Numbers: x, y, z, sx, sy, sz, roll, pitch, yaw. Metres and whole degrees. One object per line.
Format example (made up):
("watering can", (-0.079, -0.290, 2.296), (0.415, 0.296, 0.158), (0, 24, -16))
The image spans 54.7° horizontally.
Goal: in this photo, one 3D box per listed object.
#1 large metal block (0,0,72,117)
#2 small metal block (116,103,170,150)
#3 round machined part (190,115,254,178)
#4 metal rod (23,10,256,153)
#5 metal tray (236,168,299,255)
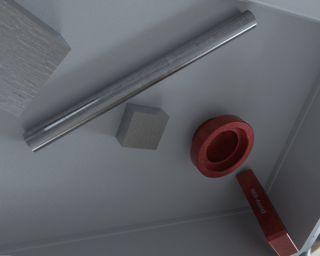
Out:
("large metal block", (-0.141, -0.069, 0.273), (0.080, 0.050, 0.080), (34, 99, -39))
("small metal block", (-0.023, -0.001, 0.397), (0.050, 0.025, 0.050), (8, 115, -32))
("round machined part", (0.087, 0.023, 0.462), (0.099, 0.042, 0.097), (-14, 125, -21))
("metal rod", (-0.016, -0.060, 0.364), (0.301, 0.025, 0.025), (-31, 129, -9))
("metal tray", (0.181, 0.144, 0.529), (0.030, 0.130, 0.090), (-30, 131, 12))
